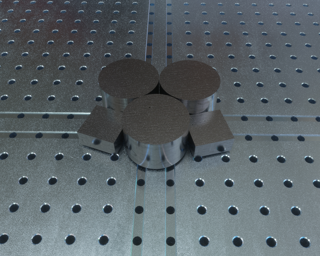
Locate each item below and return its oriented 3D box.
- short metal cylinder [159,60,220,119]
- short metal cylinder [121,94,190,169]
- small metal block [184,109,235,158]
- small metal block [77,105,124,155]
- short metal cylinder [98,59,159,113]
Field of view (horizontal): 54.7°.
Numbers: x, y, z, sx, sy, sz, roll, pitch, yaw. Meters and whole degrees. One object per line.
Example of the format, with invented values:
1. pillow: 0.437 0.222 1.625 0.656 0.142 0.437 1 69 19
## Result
1. short metal cylinder: 0.039 -0.049 0.428 0.081 0.050 0.080 0 50 0
2. short metal cylinder: -0.005 0.003 0.384 0.081 0.050 0.080 0 50 0
3. small metal block: 0.061 0.007 0.398 0.050 0.025 0.050 -11 51 -9
4. small metal block: -0.070 0.002 0.401 0.050 0.025 0.050 16 52 13
5. short metal cylinder: -0.041 -0.051 0.429 0.081 0.050 0.080 0 50 0
